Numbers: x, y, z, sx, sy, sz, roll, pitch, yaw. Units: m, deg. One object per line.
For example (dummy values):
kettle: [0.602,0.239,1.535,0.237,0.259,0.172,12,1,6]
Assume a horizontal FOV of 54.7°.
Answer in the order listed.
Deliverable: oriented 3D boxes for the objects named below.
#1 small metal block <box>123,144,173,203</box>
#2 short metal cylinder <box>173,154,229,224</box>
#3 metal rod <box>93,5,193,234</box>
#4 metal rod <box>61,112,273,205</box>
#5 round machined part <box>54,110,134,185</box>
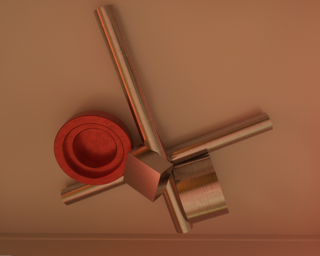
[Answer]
small metal block: [-0.016,0.056,0.386,0.050,0.025,0.050,31,129,23]
short metal cylinder: [0.054,0.081,0.411,0.050,0.080,0.080,-19,109,6]
metal rod: [-0.016,-0.001,0.390,0.025,0.025,0.298,-18,102,6]
metal rod: [0.004,0.045,0.426,0.301,0.025,0.025,-21,109,7]
round machined part: [-0.084,0.023,0.408,0.099,0.042,0.097,0,110,-1]
